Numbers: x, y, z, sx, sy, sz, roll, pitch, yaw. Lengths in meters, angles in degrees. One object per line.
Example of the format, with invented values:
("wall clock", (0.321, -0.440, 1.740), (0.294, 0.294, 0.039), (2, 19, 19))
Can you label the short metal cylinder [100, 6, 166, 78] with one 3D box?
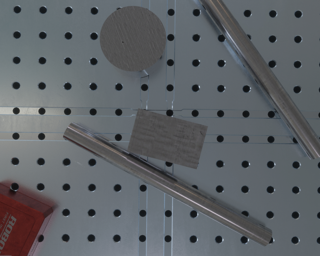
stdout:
("short metal cylinder", (-0.033, -0.108, 0.400), (0.081, 0.050, 0.079), (0, 90, 0))

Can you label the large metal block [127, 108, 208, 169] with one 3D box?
("large metal block", (0.008, 0.012, 0.386), (0.080, 0.080, 0.050), (15, 90, 0))

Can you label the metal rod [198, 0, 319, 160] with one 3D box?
("metal rod", (0.126, -0.087, 0.414), (0.025, 0.025, 0.299), (-35, 90, 0))

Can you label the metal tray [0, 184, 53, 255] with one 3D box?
("metal tray", (-0.213, 0.150, 0.409), (0.090, 0.030, 0.129), (25, 90, 0))

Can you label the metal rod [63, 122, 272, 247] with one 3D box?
("metal rod", (0.010, 0.075, 0.413), (0.301, 0.025, 0.025), (29, 90, 0))
